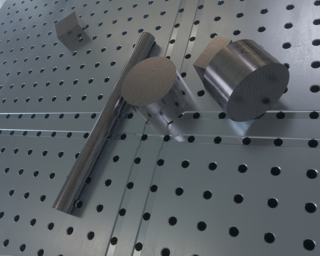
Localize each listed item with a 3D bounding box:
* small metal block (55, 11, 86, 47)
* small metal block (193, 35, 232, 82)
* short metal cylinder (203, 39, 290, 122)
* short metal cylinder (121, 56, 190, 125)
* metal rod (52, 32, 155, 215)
[{"bbox_3d":[-0.182,-0.201,0.627,0.050,0.025,0.050,-30,52,9],"label":"small metal block"},{"bbox_3d":[0.075,-0.082,0.403,0.025,0.050,0.050,30,78,37],"label":"small metal block"},{"bbox_3d":[0.097,-0.053,0.354,0.080,0.080,0.050,-35,51,5],"label":"short metal cylinder"},{"bbox_3d":[-0.005,-0.051,0.426,0.080,0.050,0.080,-13,56,21],"label":"short metal cylinder"},{"bbox_3d":[-0.075,-0.020,0.459,0.025,0.025,0.300,10,67,32],"label":"metal rod"}]
